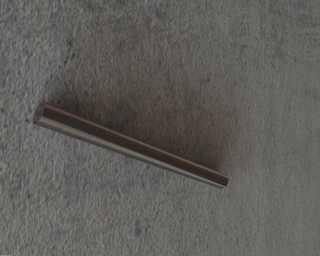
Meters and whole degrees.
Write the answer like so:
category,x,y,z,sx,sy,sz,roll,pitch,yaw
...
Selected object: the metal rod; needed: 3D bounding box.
category,x,y,z,sx,sy,sz,roll,pitch,yaw
metal rod,-0.011,0.034,0.397,0.302,0.025,0.025,25,75,-38
